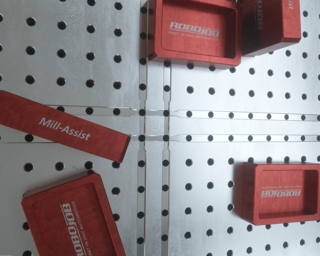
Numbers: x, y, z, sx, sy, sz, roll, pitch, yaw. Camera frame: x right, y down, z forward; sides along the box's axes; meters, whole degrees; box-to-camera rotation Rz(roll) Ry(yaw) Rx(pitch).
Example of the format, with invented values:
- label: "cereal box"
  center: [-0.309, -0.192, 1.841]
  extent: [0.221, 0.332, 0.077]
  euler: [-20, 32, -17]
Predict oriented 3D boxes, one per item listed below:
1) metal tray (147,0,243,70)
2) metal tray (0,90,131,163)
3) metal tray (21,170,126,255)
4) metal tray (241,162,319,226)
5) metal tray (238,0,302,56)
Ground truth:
- label: "metal tray"
  center: [0.050, -0.134, 0.429]
  extent: [0.131, 0.030, 0.089]
  euler: [2, 89, -21]
- label: "metal tray"
  center: [-0.106, 0.001, 0.339]
  extent: [0.131, 0.090, 0.030]
  euler: [21, 83, -19]
- label: "metal tray"
  center: [-0.100, 0.126, 0.373]
  extent: [0.091, 0.030, 0.129]
  euler: [-18, 96, -20]
- label: "metal tray"
  center: [0.192, 0.099, 0.483]
  extent: [0.131, 0.030, 0.089]
  euler: [2, 89, -21]
- label: "metal tray"
  center: [0.150, -0.175, 0.434]
  extent: [0.030, 0.090, 0.129]
  euler: [-4, 92, -20]
